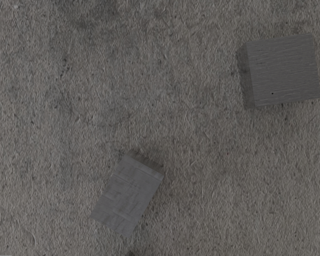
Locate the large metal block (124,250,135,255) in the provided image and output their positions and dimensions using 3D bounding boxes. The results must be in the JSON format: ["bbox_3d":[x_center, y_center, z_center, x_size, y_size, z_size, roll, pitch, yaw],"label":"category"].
[{"bbox_3d":[-0.053,0.213,0.382,0.080,0.080,0.050,-43,90,0],"label":"large metal block"}]

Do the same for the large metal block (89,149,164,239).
[{"bbox_3d":[-0.037,0.075,0.382,0.050,0.080,0.080,29,90,0],"label":"large metal block"}]

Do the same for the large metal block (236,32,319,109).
[{"bbox_3d":[0.149,-0.070,0.398,0.080,0.050,0.080,-8,90,0],"label":"large metal block"}]
